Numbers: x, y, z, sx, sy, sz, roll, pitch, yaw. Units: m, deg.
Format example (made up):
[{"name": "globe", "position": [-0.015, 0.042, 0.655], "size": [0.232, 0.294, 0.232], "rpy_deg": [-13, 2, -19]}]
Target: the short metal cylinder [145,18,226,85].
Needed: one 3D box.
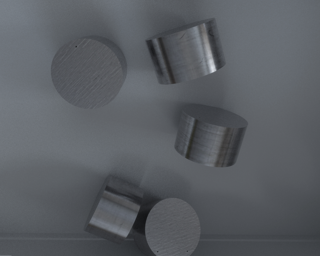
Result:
[{"name": "short metal cylinder", "position": [0.029, -0.087, 0.350], "size": [0.080, 0.080, 0.050], "rpy_deg": [-16, 109, 6]}]

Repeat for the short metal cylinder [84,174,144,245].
[{"name": "short metal cylinder", "position": [-0.063, 0.110, 0.422], "size": [0.050, 0.080, 0.080], "rpy_deg": [26, 108, -9]}]

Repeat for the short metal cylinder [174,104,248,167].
[{"name": "short metal cylinder", "position": [0.062, 0.007, 0.385], "size": [0.081, 0.080, 0.050], "rpy_deg": [10, 110, -4]}]

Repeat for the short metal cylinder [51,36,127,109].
[{"name": "short metal cylinder", "position": [-0.082, -0.068, 0.372], "size": [0.081, 0.050, 0.079], "rpy_deg": [0, 110, 0]}]

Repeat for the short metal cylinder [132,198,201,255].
[{"name": "short metal cylinder", "position": [0.008, 0.139, 0.427], "size": [0.081, 0.050, 0.080], "rpy_deg": [8, 70, -22]}]
